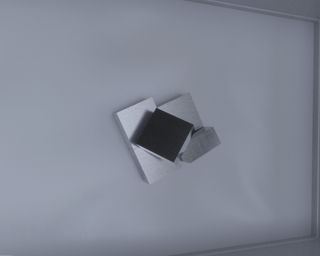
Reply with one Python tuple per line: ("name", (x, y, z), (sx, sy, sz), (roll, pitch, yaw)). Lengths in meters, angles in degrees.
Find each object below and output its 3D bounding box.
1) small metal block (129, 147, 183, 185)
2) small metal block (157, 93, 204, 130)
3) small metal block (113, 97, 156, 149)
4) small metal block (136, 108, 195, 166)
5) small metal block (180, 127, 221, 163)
("small metal block", (-0.006, 0.039, 0.408), (0.050, 0.025, 0.050), (-26, 99, -18))
("small metal block", (0.024, -0.014, 0.419), (0.050, 0.025, 0.050), (-26, 99, -18))
("small metal block", (-0.026, -0.006, 0.400), (0.050, 0.025, 0.050), (-26, 99, -18))
("small metal block", (0.008, 0.011, 0.373), (0.050, 0.025, 0.050), (25, 79, 16))
("small metal block", (0.044, 0.021, 0.413), (0.050, 0.050, 0.025), (-30, 100, -19))
